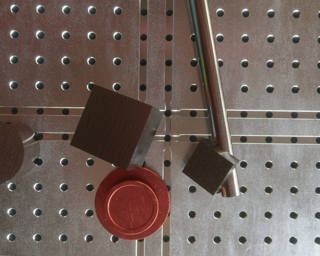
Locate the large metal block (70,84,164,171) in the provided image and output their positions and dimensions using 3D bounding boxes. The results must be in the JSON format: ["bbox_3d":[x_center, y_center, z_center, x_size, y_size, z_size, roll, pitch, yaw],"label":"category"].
[{"bbox_3d":[-0.052,0.000,0.390,0.080,0.050,0.080,22,90,16],"label":"large metal block"}]

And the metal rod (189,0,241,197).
[{"bbox_3d":[0.070,-0.058,0.414,0.025,0.025,0.298,-10,90,0],"label":"metal rod"}]

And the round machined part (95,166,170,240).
[{"bbox_3d":[-0.036,0.099,0.405,0.099,0.042,0.097,0,90,-1],"label":"round machined part"}]

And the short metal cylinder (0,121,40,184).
[{"bbox_3d":[-0.204,0.030,0.398,0.081,0.050,0.079,0,90,-1],"label":"short metal cylinder"}]

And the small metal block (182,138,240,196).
[{"bbox_3d":[0.065,0.049,0.398,0.050,0.025,0.050,36,111,22],"label":"small metal block"}]
